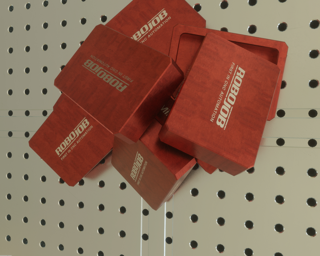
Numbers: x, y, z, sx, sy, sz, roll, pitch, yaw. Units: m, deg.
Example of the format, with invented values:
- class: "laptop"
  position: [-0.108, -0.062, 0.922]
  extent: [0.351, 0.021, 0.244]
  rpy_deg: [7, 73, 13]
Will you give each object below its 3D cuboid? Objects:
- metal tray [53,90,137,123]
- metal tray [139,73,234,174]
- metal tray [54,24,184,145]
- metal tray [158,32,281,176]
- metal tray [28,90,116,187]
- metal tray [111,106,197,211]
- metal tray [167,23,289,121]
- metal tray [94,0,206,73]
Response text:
- class: "metal tray"
  position: [-0.082, -0.049, 0.439]
  extent: [0.090, 0.030, 0.130]
  rpy_deg: [41, 102, 15]
- class: "metal tray"
  position: [0.033, -0.008, 0.368]
  extent: [0.130, 0.090, 0.030]
  rpy_deg: [46, 105, 15]
- class: "metal tray"
  position: [-0.049, -0.052, 0.334]
  extent: [0.130, 0.030, 0.090]
  rpy_deg: [35, 87, 36]
- class: "metal tray"
  position: [0.065, -0.028, 0.320]
  extent: [0.090, 0.030, 0.130]
  rpy_deg: [26, 63, -3]
- class: "metal tray"
  position: [-0.111, 0.010, 0.426]
  extent: [0.090, 0.030, 0.130]
  rpy_deg: [46, 116, -2]
- class: "metal tray"
  position: [-0.015, 0.041, 0.369]
  extent: [0.030, 0.129, 0.090]
  rpy_deg: [-38, 75, -27]
- class: "metal tray"
  position: [0.072, -0.063, 0.361]
  extent: [0.131, 0.030, 0.090]
  rpy_deg: [10, 93, -1]
- class: "metal tray"
  position: [-0.017, -0.114, 0.396]
  extent: [0.130, 0.030, 0.090]
  rpy_deg: [-42, 79, 0]
